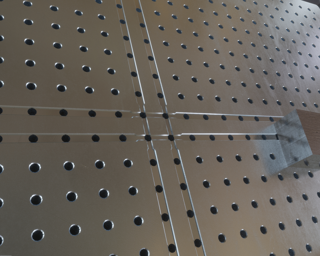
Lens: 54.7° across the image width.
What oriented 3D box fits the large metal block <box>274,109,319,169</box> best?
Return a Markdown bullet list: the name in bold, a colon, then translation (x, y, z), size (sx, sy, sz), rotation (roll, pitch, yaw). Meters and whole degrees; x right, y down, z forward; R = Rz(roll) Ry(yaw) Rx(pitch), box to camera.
- **large metal block**: translation (0.247, 0.020, 0.513), size (0.081, 0.050, 0.080), rotation (7, 59, -25)
